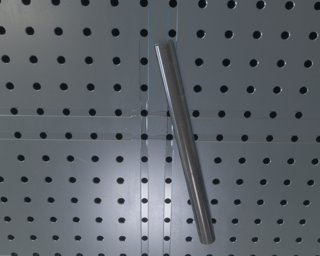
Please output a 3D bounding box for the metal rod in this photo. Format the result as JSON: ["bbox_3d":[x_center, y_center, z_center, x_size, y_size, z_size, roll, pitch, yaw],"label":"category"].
[{"bbox_3d":[0.039,0.034,0.426,0.025,0.025,0.298,-13,110,4],"label":"metal rod"}]
